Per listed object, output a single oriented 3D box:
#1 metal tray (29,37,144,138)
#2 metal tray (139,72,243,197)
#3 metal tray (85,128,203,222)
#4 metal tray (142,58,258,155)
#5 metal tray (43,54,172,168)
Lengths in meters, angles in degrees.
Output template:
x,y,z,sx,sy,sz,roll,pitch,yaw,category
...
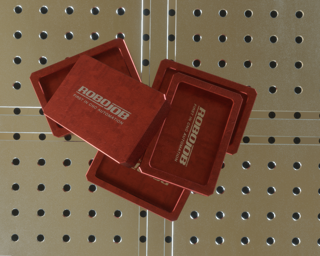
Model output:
x,y,z,sx,sy,sz,roll,pitch,yaw,category
-0.091,-0.052,0.410,0.130,0.030,0.090,-22,90,0,metal tray
0.038,0.008,0.380,0.090,0.030,0.130,20,78,0,metal tray
-0.019,0.054,0.411,0.130,0.030,0.090,26,90,0,metal tray
0.050,-0.027,0.410,0.131,0.030,0.090,19,90,1,metal tray
-0.064,-0.023,0.370,0.130,0.030,0.090,29,82,22,metal tray
